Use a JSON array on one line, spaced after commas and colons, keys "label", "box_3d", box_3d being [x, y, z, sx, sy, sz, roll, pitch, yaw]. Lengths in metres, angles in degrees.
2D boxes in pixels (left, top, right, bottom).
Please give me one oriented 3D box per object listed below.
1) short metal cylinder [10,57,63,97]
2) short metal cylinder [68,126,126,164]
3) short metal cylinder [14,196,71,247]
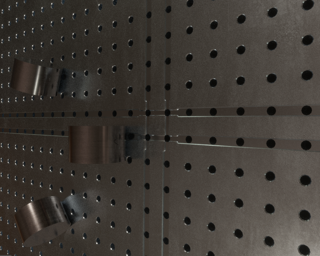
[{"label": "short metal cylinder", "box_3d": [-0.219, -0.091, 0.550, 0.080, 0.081, 0.050, 25, 106, 37]}, {"label": "short metal cylinder", "box_3d": [-0.090, 0.022, 0.445, 0.080, 0.081, 0.050, 1, 91, 39]}, {"label": "short metal cylinder", "box_3d": [-0.203, 0.162, 0.538, 0.080, 0.081, 0.050, -47, 62, 29]}]
